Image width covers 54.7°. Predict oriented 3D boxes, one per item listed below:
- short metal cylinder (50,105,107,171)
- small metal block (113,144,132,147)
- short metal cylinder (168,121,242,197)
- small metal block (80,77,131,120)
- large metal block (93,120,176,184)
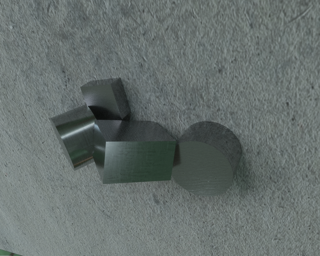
[{"bbox_3d":[-0.113,0.013,0.435,0.080,0.050,0.080,50,155,35],"label":"short metal cylinder"},{"bbox_3d":[-0.052,0.039,0.458,0.050,0.025,0.050,3,120,26],"label":"small metal block"},{"bbox_3d":[0.056,0.038,0.385,0.080,0.050,0.079,13,124,20],"label":"short metal cylinder"},{"bbox_3d":[-0.073,-0.039,0.421,0.050,0.025,0.050,-1,118,28],"label":"small metal block"},{"bbox_3d":[-0.035,0.026,0.382,0.081,0.080,0.050,1,108,-21],"label":"large metal block"}]
